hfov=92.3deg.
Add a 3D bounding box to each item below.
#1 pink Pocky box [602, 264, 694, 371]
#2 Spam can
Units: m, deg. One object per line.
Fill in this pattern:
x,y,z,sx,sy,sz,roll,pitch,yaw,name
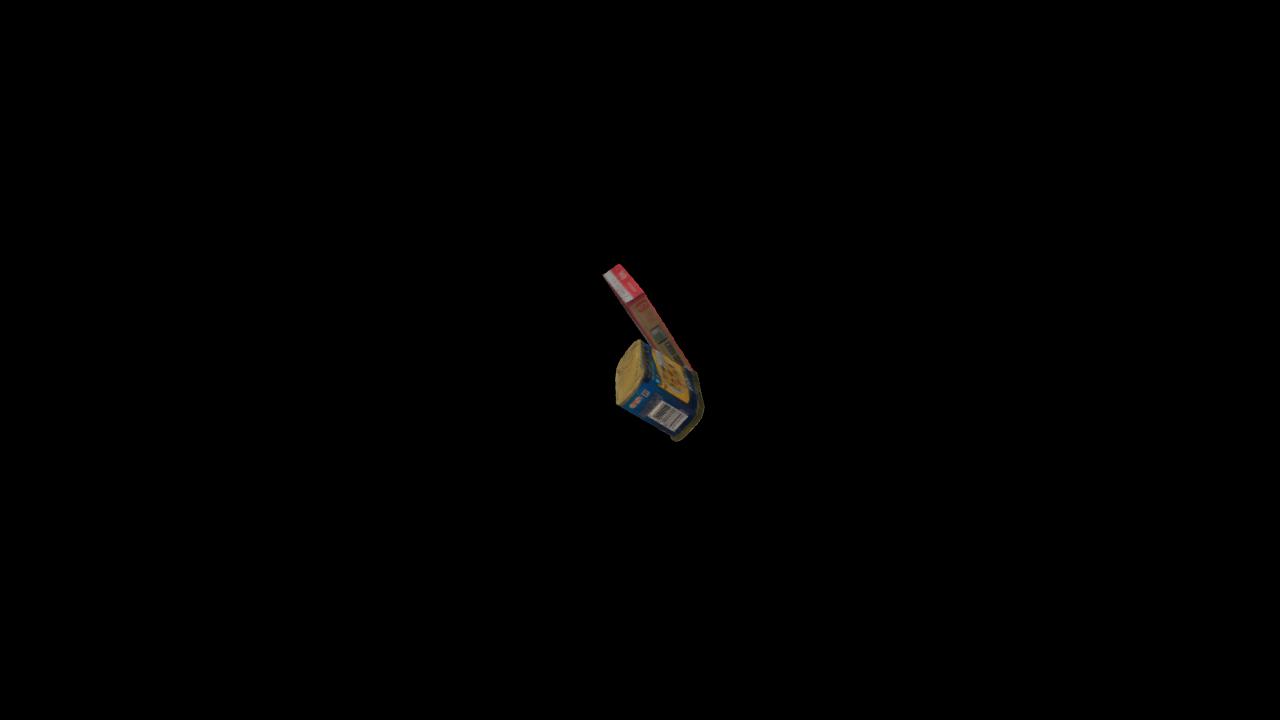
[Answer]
0.013,-0.041,0.759,0.029,0.155,0.084,-35,39,0,pink Pocky box
0.020,0.032,0.708,0.085,0.058,0.101,32,24,-20,Spam can
